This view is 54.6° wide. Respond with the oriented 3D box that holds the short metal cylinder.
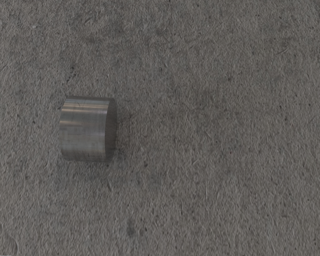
[{"bbox_3d":[-0.084,0.001,0.378,0.050,0.080,0.080,3,70,1],"label":"short metal cylinder"}]
